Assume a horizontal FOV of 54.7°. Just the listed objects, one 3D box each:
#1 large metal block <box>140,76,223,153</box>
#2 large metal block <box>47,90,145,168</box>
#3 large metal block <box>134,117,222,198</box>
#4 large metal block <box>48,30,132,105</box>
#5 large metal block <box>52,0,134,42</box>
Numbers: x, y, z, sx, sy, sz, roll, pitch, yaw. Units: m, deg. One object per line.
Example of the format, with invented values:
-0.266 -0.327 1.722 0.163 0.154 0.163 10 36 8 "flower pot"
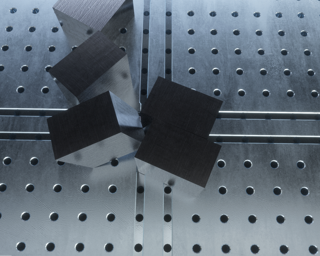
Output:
0.025 -0.011 0.387 0.080 0.080 0.050 23 72 7 "large metal block"
-0.071 0.006 0.368 0.080 0.080 0.050 -23 71 12 "large metal block"
0.020 0.038 0.369 0.080 0.080 0.050 23 72 8 "large metal block"
-0.086 -0.065 0.405 0.050 0.080 0.080 42 75 13 "large metal block"
-0.095 -0.173 0.461 0.080 0.050 0.080 29 72 10 "large metal block"
